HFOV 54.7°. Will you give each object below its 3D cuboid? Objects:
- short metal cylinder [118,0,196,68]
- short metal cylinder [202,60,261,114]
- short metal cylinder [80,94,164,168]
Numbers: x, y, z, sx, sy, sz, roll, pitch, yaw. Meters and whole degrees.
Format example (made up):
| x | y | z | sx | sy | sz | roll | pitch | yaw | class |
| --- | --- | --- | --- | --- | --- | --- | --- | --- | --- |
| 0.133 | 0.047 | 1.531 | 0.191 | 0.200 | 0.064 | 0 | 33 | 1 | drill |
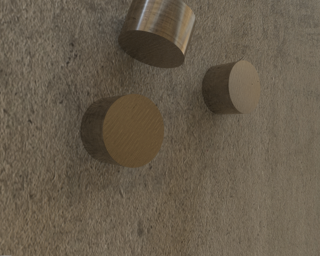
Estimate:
| x | y | z | sx | sy | sz | roll | pitch | yaw | class |
| --- | --- | --- | --- | --- | --- | --- | --- | --- | --- |
| -0.003 | -0.113 | 0.366 | 0.080 | 0.080 | 0.050 | 28 | 73 | -37 | short metal cylinder |
| 0.112 | -0.061 | 0.482 | 0.081 | 0.050 | 0.080 | 0 | 90 | -40 | short metal cylinder |
| -0.042 | 0.003 | 0.353 | 0.081 | 0.050 | 0.080 | 0 | 90 | -40 | short metal cylinder |
